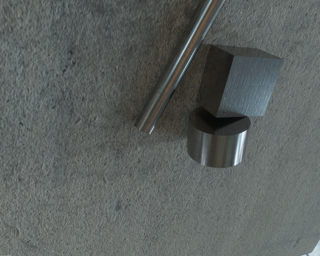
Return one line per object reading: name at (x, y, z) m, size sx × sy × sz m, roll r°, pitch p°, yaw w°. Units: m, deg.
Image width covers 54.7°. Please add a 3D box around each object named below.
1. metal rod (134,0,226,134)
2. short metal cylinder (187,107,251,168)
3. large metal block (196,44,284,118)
metal rod at (0.049, -0.125, 0.356) m, size 0.025 × 0.025 × 0.298 m, roll 18°, pitch 109°, yaw -36°
short metal cylinder at (0.078, 0.009, 0.420) m, size 0.081 × 0.080 × 0.050 m, roll -14°, pitch 124°, yaw -21°
large metal block at (0.103, -0.062, 0.409) m, size 0.081 × 0.050 × 0.079 m, roll -3°, pitch 120°, yaw -27°
